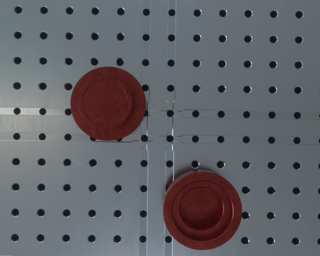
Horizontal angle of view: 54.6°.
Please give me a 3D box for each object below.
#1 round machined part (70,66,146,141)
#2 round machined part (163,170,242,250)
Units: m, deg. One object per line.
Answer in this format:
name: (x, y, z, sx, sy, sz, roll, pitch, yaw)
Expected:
round machined part: (-0.068, -0.032, 0.404, 0.099, 0.042, 0.097, 0, 90, 0)
round machined part: (0.053, 0.103, 0.405, 0.099, 0.042, 0.097, 0, 90, 0)
